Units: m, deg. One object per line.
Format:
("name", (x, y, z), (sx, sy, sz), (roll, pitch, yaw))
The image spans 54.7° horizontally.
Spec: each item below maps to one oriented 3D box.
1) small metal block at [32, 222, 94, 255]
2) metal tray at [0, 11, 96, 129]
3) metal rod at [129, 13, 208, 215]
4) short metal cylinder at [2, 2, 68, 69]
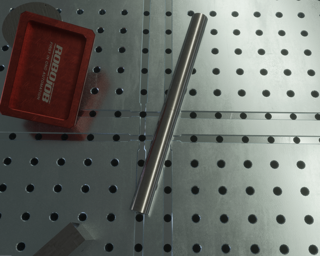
("small metal block", (-0.106, 0.134, 0.348), (0.050, 0.050, 0.025), (-41, 76, -14))
("metal tray", (-0.142, -0.071, 0.398), (0.091, 0.030, 0.129), (13, 90, -13))
("metal rod", (0.018, -0.033, 0.423), (0.025, 0.025, 0.299), (16, 71, 5))
("short metal cylinder", (-0.174, -0.131, 0.444), (0.081, 0.050, 0.080), (0, 70, 0))
